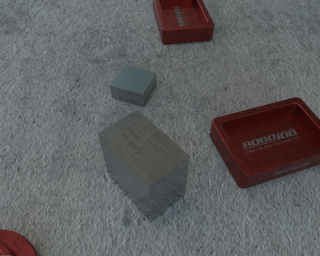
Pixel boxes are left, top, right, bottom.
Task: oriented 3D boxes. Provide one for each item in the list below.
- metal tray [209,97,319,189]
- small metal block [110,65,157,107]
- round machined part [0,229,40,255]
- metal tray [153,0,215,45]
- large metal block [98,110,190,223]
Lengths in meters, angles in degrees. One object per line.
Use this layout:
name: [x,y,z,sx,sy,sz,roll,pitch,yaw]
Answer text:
metal tray: [0.140,0.014,0.388,0.131,0.030,0.090,-14,52,-12]
small metal block: [-0.038,-0.063,0.456,0.050,0.025,0.050,17,52,13]
round machined part: [-0.159,0.138,0.275,0.099,0.042,0.098,0,50,0]
metal tray: [0.039,-0.208,0.574,0.091,0.030,0.130,-7,50,-6]
large metal block: [-0.017,0.041,0.333,0.050,0.080,0.080,-34,58,-25]
